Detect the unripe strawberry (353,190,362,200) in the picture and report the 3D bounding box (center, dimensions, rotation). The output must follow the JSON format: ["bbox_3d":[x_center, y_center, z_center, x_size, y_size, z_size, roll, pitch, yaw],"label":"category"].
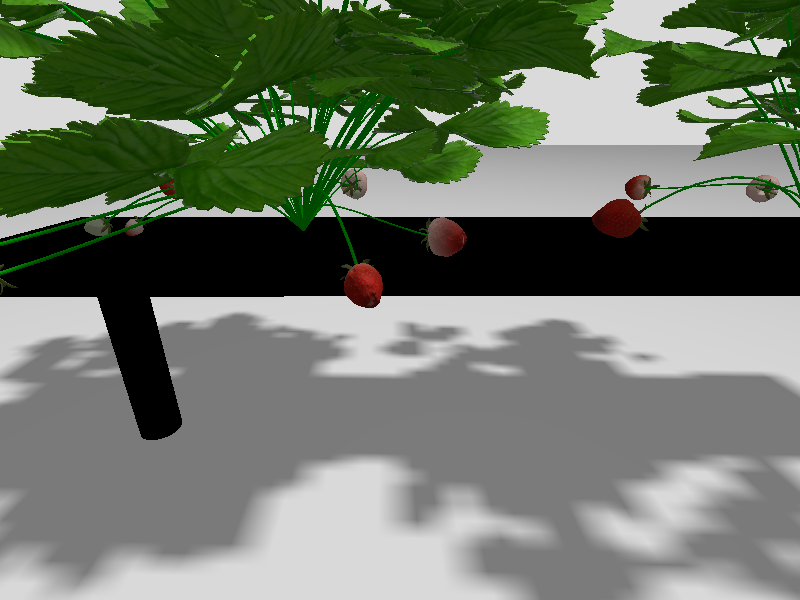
[{"bbox_3d":[-0.052,-0.128,0.487,0.011,0.011,0.011,5,23,12],"label":"unripe strawberry"}]

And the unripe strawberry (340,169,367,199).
[{"bbox_3d":[-0.060,-0.155,0.535,0.036,0.038,0.038,3,22,7],"label":"unripe strawberry"}]

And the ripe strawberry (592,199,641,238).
[{"bbox_3d":[0.174,-0.066,0.324,0.035,0.030,0.035,-4,23,-7],"label":"ripe strawberry"}]

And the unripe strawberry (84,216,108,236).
[{"bbox_3d":[-0.252,-0.061,0.332,0.018,0.017,0.016,-17,24,0],"label":"unripe strawberry"}]

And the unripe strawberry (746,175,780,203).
[{"bbox_3d":[0.455,-0.140,0.504,0.032,0.033,0.034,12,25,26],"label":"unripe strawberry"}]

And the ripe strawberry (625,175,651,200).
[{"bbox_3d":[0.303,-0.144,0.512,0.027,0.031,0.030,-8,23,-18],"label":"ripe strawberry"}]

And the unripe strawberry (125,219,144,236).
[{"bbox_3d":[-0.222,-0.060,0.333,0.015,0.013,0.015,-41,23,9],"label":"unripe strawberry"}]

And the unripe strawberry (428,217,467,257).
[{"bbox_3d":[0.032,-0.042,0.273,0.026,0.027,0.024,16,27,32],"label":"unripe strawberry"}]

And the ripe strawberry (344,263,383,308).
[{"bbox_3d":[-0.017,-0.006,0.193,0.019,0.021,0.022,-9,-40,-20],"label":"ripe strawberry"}]

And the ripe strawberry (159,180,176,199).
[{"bbox_3d":[-0.299,-0.151,0.527,0.036,0.035,0.033,15,27,40],"label":"ripe strawberry"}]
